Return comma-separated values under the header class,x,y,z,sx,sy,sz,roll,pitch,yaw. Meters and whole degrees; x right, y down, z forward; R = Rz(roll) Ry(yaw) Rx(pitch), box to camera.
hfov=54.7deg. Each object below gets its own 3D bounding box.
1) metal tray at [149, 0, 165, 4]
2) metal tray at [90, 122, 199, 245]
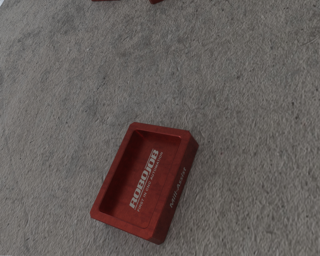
class,x,y,z,sx,sy,sz,roll,pitch,yaw
metal tray,0.037,-0.283,0.555,0.130,0.030,0.090,-13,56,20
metal tray,-0.017,0.060,0.372,0.090,0.030,0.130,10,66,32
